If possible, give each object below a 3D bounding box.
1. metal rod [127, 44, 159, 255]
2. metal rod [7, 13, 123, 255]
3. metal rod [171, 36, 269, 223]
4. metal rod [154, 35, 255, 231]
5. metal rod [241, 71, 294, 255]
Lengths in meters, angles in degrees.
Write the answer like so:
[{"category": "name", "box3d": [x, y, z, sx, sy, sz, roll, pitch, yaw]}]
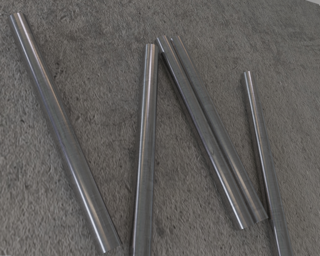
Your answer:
[{"category": "metal rod", "box3d": [-0.017, 0.009, 0.388, 0.025, 0.025, 0.300, 15, 56, -20]}, {"category": "metal rod", "box3d": [-0.114, -0.008, 0.347, 0.025, 0.025, 0.299, -15, 70, -34]}, {"category": "metal rod", "box3d": [0.076, -0.010, 0.450, 0.025, 0.025, 0.299, -8, 66, -32]}, {"category": "metal rod", "box3d": [0.054, -0.007, 0.436, 0.025, 0.025, 0.299, -8, 66, -32]}, {"category": "metal rod", "box3d": [0.154, 0.037, 0.463, 0.025, 0.025, 0.299, 13, 56, -21]}]
